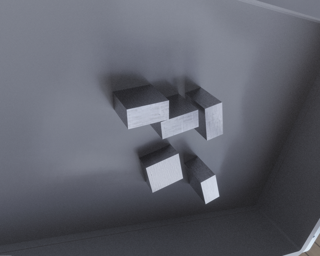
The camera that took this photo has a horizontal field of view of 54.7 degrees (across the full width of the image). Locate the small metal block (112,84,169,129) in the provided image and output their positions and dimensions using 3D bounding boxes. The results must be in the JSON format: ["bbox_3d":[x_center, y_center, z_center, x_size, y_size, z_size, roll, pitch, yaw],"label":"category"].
[{"bbox_3d":[-0.023,-0.027,0.365,0.050,0.050,0.025,-14,124,-21],"label":"small metal block"}]

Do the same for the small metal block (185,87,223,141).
[{"bbox_3d":[0.059,-0.020,0.415,0.025,0.050,0.050,-22,127,-16],"label":"small metal block"}]

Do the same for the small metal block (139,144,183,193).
[{"bbox_3d":[0.002,0.058,0.448,0.050,0.025,0.050,-23,127,-15],"label":"small metal block"}]

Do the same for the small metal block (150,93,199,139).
[{"bbox_3d":[0.014,-0.016,0.392,0.050,0.050,0.025,-19,126,-18],"label":"small metal block"}]

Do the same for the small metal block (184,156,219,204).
[{"bbox_3d":[0.064,0.080,0.480,0.025,0.050,0.050,-26,128,-12],"label":"small metal block"}]
